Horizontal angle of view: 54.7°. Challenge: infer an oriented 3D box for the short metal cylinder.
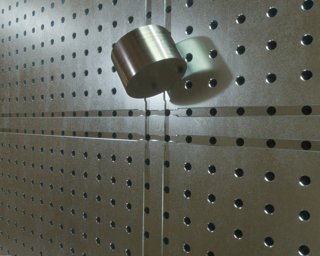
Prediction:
[{"bbox_3d":[-0.014,-0.080,0.383,0.080,0.081,0.050,-38,67,33],"label":"short metal cylinder"}]
